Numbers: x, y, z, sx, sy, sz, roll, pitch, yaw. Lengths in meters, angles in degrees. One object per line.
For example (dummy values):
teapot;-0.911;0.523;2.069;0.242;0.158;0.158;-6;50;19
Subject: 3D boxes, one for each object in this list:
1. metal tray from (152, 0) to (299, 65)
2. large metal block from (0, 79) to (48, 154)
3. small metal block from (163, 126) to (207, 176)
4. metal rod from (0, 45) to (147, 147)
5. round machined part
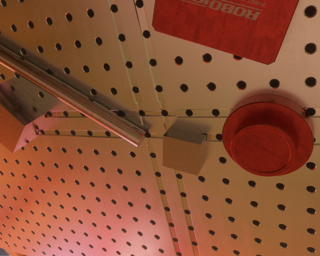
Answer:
metal tray;0.062;-0.124;0.298;0.130;0.030;0.089;21;126;15
large metal block;-0.244;-0.019;0.509;0.080;0.050;0.080;42;129;-1
small metal block;0.032;0.030;0.412;0.050;0.025;0.050;14;124;20
metal rod;-0.153;-0.060;0.452;0.301;0.025;0.025;31;128;8
round machined part;0.118;0.015;0.347;0.098;0.042;0.097;13;124;20
